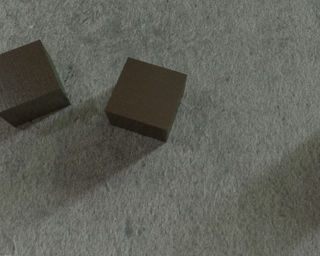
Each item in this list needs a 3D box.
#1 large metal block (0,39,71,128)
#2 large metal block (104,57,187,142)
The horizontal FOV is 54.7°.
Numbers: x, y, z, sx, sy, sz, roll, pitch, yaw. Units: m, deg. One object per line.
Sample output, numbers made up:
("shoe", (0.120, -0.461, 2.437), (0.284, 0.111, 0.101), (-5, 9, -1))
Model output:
("large metal block", (-0.178, -0.059, 0.414), (0.080, 0.050, 0.080), (-24, 72, -9))
("large metal block", (-0.016, -0.036, 0.408), (0.080, 0.050, 0.080), (18, 71, 6))
